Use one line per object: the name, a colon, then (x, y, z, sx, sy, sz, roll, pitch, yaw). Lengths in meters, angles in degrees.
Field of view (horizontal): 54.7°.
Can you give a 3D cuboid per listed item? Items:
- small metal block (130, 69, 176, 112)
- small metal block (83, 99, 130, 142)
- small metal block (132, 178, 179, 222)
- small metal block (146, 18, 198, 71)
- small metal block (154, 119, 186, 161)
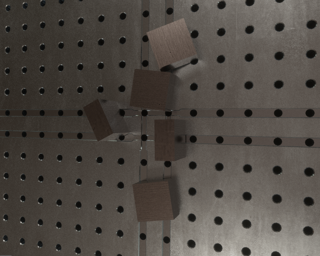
small metal block: (-0.009, -0.050, 0.415, 0.050, 0.025, 0.050, 9, 93, 19)
small metal block: (-0.072, -0.010, 0.423, 0.025, 0.050, 0.050, -28, 81, 18)
small metal block: (-0.005, 0.096, 0.414, 0.050, 0.025, 0.050, -10, 87, 19)
small metal block: (0.016, -0.106, 0.401, 0.050, 0.025, 0.050, -20, 83, 6)
small metal block: (0.014, 0.014, 0.394, 0.025, 0.050, 0.050, -1, 90, 20)
